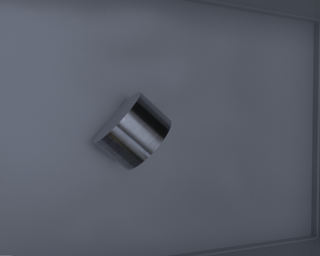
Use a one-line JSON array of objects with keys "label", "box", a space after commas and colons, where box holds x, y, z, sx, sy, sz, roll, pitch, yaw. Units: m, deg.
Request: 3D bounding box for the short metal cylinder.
[{"label": "short metal cylinder", "box": [-0.033, 0.003, 0.370, 0.050, 0.080, 0.080, 43, 76, -16]}]
